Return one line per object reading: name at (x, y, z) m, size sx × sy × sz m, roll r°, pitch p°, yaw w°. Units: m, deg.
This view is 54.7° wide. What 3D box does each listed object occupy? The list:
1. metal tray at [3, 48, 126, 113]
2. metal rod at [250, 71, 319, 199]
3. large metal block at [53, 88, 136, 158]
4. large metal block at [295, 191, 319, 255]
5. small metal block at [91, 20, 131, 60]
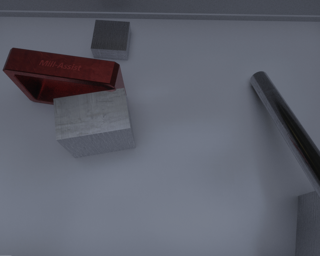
metal tray at (-0.114, -0.056, 0.394) m, size 0.131 × 0.090 × 0.030 m, roll 8°, pitch 71°, yaw 2°
metal rod at (0.162, 0.034, 0.333) m, size 0.025 × 0.025 × 0.300 m, roll -8°, pitch 45°, yaw -3°
large metal block at (-0.076, -0.003, 0.381) m, size 0.081 × 0.080 × 0.050 m, roll -9°, pitch 71°, yaw -4°
large metal block at (0.193, 0.114, 0.341) m, size 0.050 × 0.080 × 0.080 m, roll 11°, pitch 70°, yaw 4°
small metal block at (-0.071, -0.129, 0.456) m, size 0.050 × 0.025 × 0.050 m, roll 4°, pitch 70°, yaw 1°
